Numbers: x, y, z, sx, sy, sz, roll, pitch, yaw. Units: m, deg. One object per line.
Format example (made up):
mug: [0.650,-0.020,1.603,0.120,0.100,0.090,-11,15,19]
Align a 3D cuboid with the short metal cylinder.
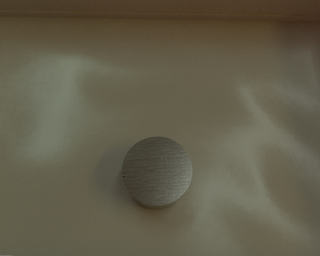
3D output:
short metal cylinder: [-0.003,0.056,0.376,0.081,0.050,0.080,0,70,0]
